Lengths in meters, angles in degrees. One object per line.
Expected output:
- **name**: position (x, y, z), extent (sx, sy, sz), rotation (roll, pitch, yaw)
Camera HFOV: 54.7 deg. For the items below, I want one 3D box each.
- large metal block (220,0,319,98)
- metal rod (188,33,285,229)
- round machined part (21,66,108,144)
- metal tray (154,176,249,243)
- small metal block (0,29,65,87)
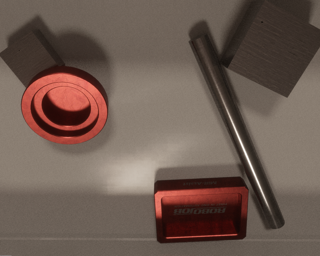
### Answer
- **large metal block**: position (0.129, -0.093, 0.366), extent (0.080, 0.050, 0.080), rotation (24, 108, -9)
- **metal rod**: position (0.110, 0.017, 0.419), extent (0.025, 0.025, 0.299), rotation (-24, 109, 8)
- **round machined part**: position (-0.113, -0.031, 0.381), extent (0.099, 0.042, 0.097), rotation (-4, 124, -5)
- **metal tray**: position (0.059, 0.120, 0.453), extent (0.131, 0.030, 0.089), rotation (-3, 110, 0)
- **small metal block**: position (-0.155, -0.084, 0.378), extent (0.050, 0.025, 0.050), rotation (-31, 107, 10)
